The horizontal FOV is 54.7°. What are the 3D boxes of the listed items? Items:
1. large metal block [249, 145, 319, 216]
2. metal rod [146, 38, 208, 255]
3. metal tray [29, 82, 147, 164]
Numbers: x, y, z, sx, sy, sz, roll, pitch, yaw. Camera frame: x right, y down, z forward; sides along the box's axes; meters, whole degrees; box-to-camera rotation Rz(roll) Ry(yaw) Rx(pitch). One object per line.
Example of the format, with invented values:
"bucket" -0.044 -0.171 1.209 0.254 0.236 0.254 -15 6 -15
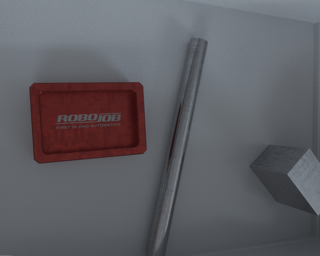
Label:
"large metal block" 0.194 0.073 0.455 0.050 0.080 0.080 -44 104 -15
"metal rod" 0.024 0.025 0.420 0.025 0.025 0.298 13 85 -20
"metal tray" -0.085 -0.009 0.377 0.131 0.030 0.089 -4 91 -20
